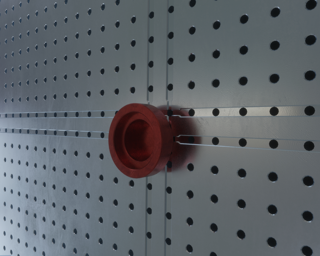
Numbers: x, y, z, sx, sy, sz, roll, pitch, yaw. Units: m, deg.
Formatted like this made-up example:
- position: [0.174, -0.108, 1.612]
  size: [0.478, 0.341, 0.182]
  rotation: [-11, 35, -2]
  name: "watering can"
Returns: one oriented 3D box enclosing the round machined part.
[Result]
- position: [-0.021, 0.016, 0.417]
  size: [0.098, 0.042, 0.097]
  rotation: [0, 90, 40]
  name: "round machined part"
